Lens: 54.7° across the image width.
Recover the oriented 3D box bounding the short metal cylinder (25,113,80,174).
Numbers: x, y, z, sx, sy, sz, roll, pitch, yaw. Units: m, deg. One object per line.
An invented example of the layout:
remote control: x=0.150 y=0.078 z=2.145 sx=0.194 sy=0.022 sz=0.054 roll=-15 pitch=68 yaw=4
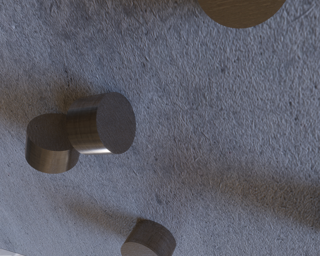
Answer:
short metal cylinder: x=-0.160 y=0.022 z=0.470 sx=0.080 sy=0.080 sz=0.050 roll=30 pitch=128 yaw=8

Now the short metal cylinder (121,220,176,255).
short metal cylinder: x=-0.019 y=0.205 z=0.528 sx=0.080 sy=0.050 sz=0.079 roll=13 pitch=124 yaw=21

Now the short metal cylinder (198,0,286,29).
short metal cylinder: x=0.075 y=-0.133 z=0.269 sx=0.080 sy=0.050 sz=0.079 roll=13 pitch=124 yaw=21

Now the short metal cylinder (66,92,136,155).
short metal cylinder: x=-0.075 y=-0.005 z=0.408 sx=0.050 sy=0.080 sz=0.080 roll=-5 pitch=116 yaw=30
